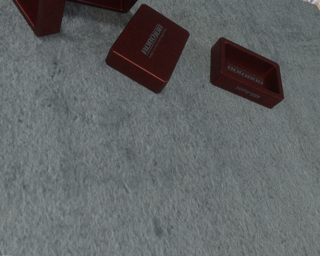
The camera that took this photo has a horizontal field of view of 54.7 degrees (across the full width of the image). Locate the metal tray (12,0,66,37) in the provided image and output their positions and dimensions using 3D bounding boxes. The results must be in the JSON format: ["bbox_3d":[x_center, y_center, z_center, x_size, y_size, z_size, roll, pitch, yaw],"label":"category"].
[{"bbox_3d":[-0.167,-0.193,0.389,0.030,0.090,0.130,-28,78,-35],"label":"metal tray"}]

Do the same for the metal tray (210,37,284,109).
[{"bbox_3d":[0.152,-0.096,0.543,0.131,0.030,0.090,19,54,-17],"label":"metal tray"}]

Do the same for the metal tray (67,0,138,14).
[{"bbox_3d":[-0.092,-0.207,0.436,0.131,0.090,0.030,3,82,-27],"label":"metal tray"}]

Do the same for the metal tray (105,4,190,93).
[{"bbox_3d":[-0.014,-0.123,0.470,0.090,0.030,0.130,30,52,-10],"label":"metal tray"}]
